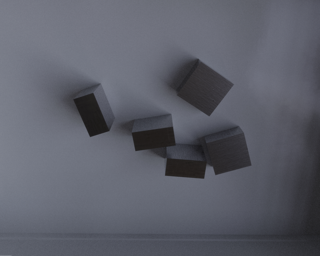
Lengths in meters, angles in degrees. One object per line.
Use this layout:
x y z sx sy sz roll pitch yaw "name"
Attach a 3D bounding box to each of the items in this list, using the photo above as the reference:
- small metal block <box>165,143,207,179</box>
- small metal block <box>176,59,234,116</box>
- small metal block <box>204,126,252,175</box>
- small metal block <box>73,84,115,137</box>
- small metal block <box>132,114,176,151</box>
0.033 0.043 0.414 0.050 0.050 0.025 5 110 -2 "small metal block"
0.056 -0.051 0.393 0.050 0.025 0.050 32 107 -11 "small metal block"
0.092 0.031 0.423 0.050 0.025 0.050 -16 110 6 "small metal block"
-0.081 -0.023 0.388 0.025 0.050 0.050 -17 109 6 "small metal block"
-0.007 0.005 0.400 0.050 0.050 0.025 -8 110 3 "small metal block"
